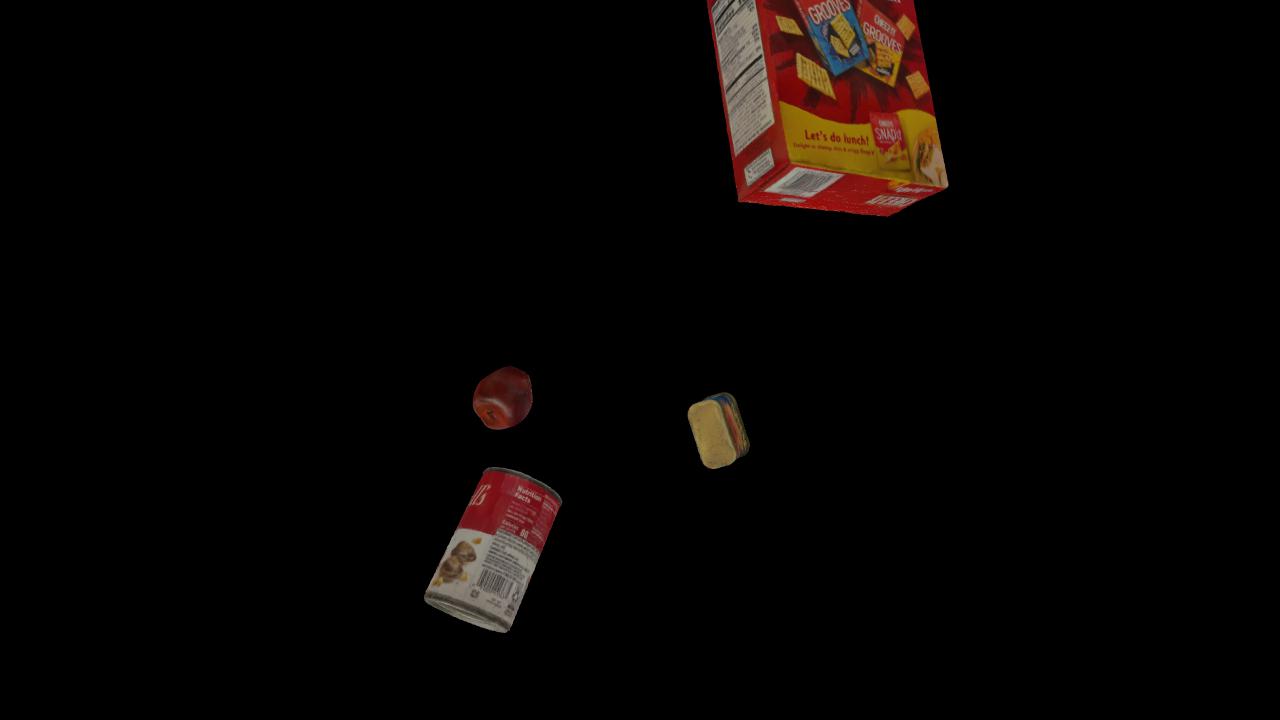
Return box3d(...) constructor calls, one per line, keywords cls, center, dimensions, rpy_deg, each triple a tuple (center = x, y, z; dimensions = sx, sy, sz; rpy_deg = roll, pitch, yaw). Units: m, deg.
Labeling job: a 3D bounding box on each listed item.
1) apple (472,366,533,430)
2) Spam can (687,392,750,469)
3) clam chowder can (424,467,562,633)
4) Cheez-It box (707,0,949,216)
box3d(cls="apple", center=(-0.185, 0.051, 0.842), dimensions=(0.079, 0.079, 0.093), rpy_deg=(0, 31, 20))
box3d(cls="Spam can", center=(0.114, 0.102, 0.901), dimensions=(0.058, 0.101, 0.085), rpy_deg=(-20, -5, 22))
box3d(cls="clam chowder can", center=(-0.108, 0.142, 0.462), dimensions=(0.068, 0.102, 0.068), rpy_deg=(14, -32, 9))
box3d(cls="Cheez-It box", center=(0.142, -0.231, 0.479), dimensions=(0.166, 0.223, 0.071), rpy_deg=(-3, -9, -28))
